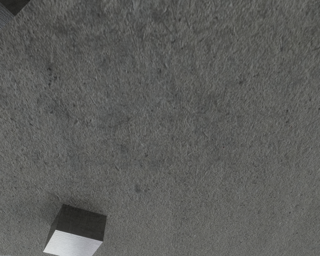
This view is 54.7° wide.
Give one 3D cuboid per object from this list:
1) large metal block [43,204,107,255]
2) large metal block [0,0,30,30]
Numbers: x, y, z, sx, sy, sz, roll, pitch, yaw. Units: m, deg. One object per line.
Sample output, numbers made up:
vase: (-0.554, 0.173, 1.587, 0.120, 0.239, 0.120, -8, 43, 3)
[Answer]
large metal block: (-0.150, 0.188, 0.549, 0.080, 0.050, 0.080, 22, 127, -18)
large metal block: (-0.184, -0.121, 0.286, 0.080, 0.050, 0.080, -29, 125, 22)
